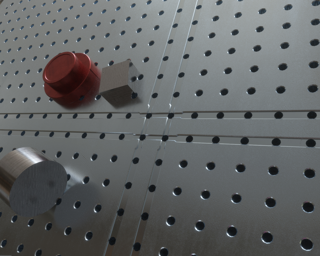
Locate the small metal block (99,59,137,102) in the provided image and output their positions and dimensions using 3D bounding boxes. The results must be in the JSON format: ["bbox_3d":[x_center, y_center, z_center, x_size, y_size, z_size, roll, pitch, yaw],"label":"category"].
[{"bbox_3d":[-0.065,-0.074,0.486,0.050,0.025,0.050,-13,56,21],"label":"small metal block"}]

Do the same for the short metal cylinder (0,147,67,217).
[{"bbox_3d":[-0.175,0.072,0.418,0.050,0.080,0.080,23,74,36],"label":"short metal cylinder"}]

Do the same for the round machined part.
[{"bbox_3d":[-0.162,-0.093,0.537,0.098,0.042,0.098,-13,56,20],"label":"round machined part"}]
